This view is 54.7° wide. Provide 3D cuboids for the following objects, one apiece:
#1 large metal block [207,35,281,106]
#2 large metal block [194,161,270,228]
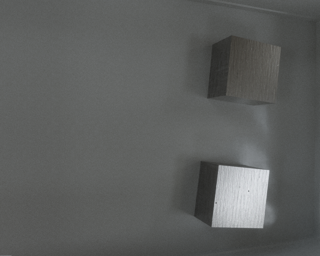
[{"bbox_3d":[0.119,-0.078,0.441,0.081,0.050,0.080,6,88,-20],"label":"large metal block"},{"bbox_3d":[0.100,0.092,0.434,0.081,0.050,0.080,8,87,-20],"label":"large metal block"}]
